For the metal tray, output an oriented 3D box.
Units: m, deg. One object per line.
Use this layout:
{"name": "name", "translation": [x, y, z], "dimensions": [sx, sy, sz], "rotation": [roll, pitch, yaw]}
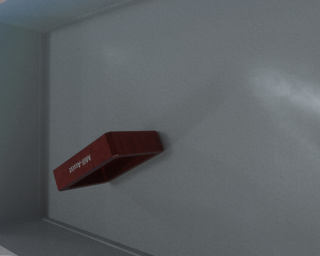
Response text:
{"name": "metal tray", "translation": [-0.071, 0.045, 0.420], "dimensions": [0.130, 0.091, 0.030], "rotation": [-32, 70, 35]}
